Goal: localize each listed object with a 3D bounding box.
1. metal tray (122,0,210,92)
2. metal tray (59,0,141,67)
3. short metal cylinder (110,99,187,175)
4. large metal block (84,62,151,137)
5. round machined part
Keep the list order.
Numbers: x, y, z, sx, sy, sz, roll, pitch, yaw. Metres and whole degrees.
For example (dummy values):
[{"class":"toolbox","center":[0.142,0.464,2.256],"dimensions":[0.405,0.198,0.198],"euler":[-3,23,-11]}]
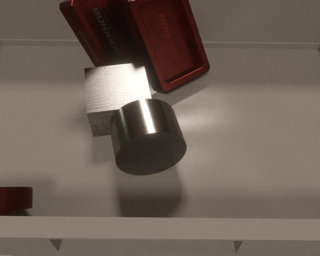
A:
[{"class":"metal tray","center":[0.012,-0.128,0.450],"dimensions":[0.091,0.129,0.030],"euler":[-29,19,-22]},{"class":"metal tray","center":[-0.073,-0.141,0.451],"dimensions":[0.030,0.130,0.090],"euler":[8,48,41]},{"class":"short metal cylinder","center":[-0.015,0.012,0.359],"dimensions":[0.081,0.080,0.050],"euler":[-10,51,-9]},{"class":"large metal block","center":[-0.056,-0.040,0.419],"dimensions":[0.081,0.050,0.080],"euler":[-8,54,-7]},{"class":"round machined part","center":[-0.175,0.081,0.296],"dimensions":[0.099,0.098,0.042],"euler":[-3,78,-3]}]
